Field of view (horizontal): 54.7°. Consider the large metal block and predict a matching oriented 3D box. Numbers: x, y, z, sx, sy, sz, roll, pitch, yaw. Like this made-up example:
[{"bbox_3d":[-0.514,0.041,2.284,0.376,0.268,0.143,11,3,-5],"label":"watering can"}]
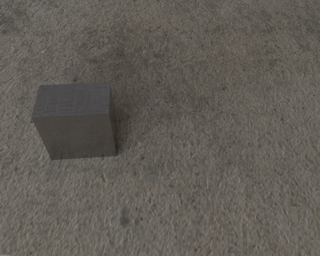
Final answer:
[{"bbox_3d":[-0.096,-0.007,0.372,0.081,0.080,0.050,-3,50,-3],"label":"large metal block"}]
